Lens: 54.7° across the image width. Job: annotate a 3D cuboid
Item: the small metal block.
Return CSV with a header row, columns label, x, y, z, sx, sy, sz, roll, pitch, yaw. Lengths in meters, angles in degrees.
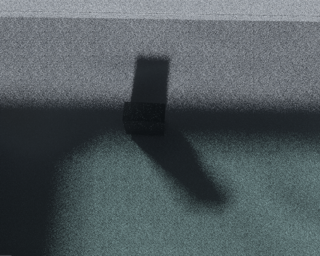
label,x,y,z,sx,sy,sz,roll,pitch,yaw
small metal block,-0.019,-0.011,0.396,0.050,0.050,0.025,3,70,1
